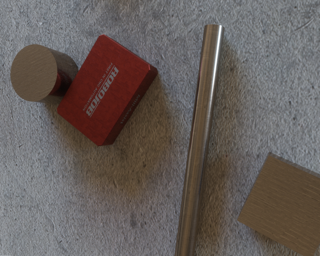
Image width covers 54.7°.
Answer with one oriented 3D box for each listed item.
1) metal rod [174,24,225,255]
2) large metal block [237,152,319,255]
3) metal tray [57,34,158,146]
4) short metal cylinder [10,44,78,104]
[{"bbox_3d":[0.049,0.023,0.391,0.025,0.025,0.298,8,93,19],"label":"metal rod"},{"bbox_3d":[0.143,0.081,0.345,0.080,0.050,0.080,26,98,18],"label":"large metal block"},{"bbox_3d":[-0.075,-0.051,0.432,0.090,0.030,0.129,37,101,16],"label":"metal tray"},{"bbox_3d":[-0.168,-0.077,0.453,0.080,0.050,0.079,0,90,19],"label":"short metal cylinder"}]
